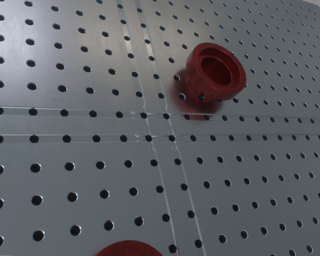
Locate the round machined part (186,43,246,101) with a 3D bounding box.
[{"bbox_3d":[0.084,-0.084,0.493,0.099,0.042,0.098,13,56,-21],"label":"round machined part"}]

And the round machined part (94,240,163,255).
[{"bbox_3d":[-0.027,0.155,0.288,0.099,0.042,0.098,13,56,-21],"label":"round machined part"}]
